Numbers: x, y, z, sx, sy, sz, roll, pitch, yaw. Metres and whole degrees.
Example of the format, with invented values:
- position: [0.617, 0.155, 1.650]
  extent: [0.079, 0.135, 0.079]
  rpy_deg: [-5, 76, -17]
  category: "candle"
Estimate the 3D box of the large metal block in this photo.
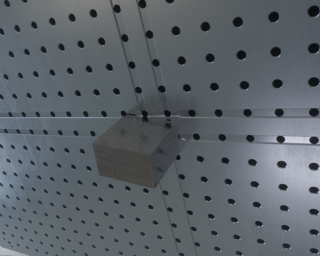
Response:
- position: [-0.028, 0.027, 0.408]
  extent: [0.080, 0.080, 0.050]
  rpy_deg: [9, 122, 23]
  category: "large metal block"
